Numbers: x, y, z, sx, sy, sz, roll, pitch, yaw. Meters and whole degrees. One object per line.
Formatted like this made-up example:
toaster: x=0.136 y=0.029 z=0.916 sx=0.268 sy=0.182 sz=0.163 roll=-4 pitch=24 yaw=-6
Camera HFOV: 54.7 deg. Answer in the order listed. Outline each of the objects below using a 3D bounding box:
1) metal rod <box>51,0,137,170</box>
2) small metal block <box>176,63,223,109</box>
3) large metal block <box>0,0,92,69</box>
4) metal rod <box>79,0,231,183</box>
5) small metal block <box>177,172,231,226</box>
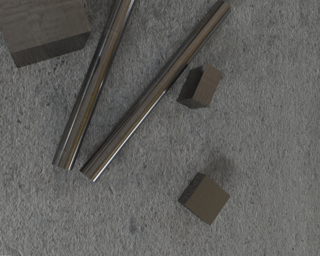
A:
metal rod: x=-0.067 y=-0.094 z=0.384 sx=0.025 sy=0.025 sz=0.299 roll=22 pitch=83 yaw=-19
small metal block: x=0.052 y=-0.054 z=0.416 sx=0.025 sy=0.050 sz=0.050 roll=27 pitch=81 yaw=-19
large metal block: x=-0.126 y=-0.107 z=0.333 sx=0.081 sy=0.080 sz=0.050 roll=-23 pitch=98 yaw=-19
metal rod: x=0.001 y=-0.057 z=0.410 sx=0.025 sy=0.025 sz=0.300 roll=41 pitch=77 yaw=-16
small metal block: x=0.062 y=0.099 z=0.433 sx=0.050 sy=0.025 sz=0.050 roll=42 pitch=77 yaw=-16
